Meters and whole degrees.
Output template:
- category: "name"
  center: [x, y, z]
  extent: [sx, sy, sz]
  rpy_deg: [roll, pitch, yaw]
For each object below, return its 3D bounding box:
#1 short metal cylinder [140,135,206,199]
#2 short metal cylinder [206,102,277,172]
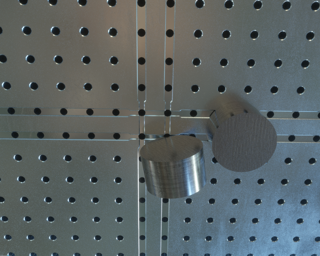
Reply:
- category: "short metal cylinder"
  center: [0.018, 0.048, 0.402]
  extent: [0.080, 0.080, 0.050]
  rpy_deg: [-8, 110, 2]
- category: "short metal cylinder"
  center: [0.104, 0.011, 0.406]
  extent: [0.081, 0.050, 0.079]
  rpy_deg: [0, 110, -1]
